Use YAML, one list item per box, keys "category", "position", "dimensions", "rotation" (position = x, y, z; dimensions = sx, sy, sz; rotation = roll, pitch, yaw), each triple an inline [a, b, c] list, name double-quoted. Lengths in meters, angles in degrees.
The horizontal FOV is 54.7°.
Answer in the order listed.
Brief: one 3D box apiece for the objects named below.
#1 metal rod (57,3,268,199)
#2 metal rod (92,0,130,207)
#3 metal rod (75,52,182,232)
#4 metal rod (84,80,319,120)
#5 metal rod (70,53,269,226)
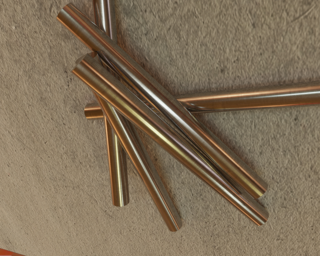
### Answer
- category: "metal rod"
  position: [0.009, -0.025, 0.351]
  dimensions: [0.300, 0.025, 0.025]
  rotation: [42, 129, -8]
- category: "metal rod"
  position: [-0.060, -0.034, 0.387]
  dimensions: [0.025, 0.025, 0.298]
  rotation: [8, 113, 24]
- category: "metal rod"
  position: [-0.027, 0.040, 0.407]
  dimensions: [0.025, 0.025, 0.299]
  rotation: [-2, 130, 29]
- category: "metal rod"
  position: [0.031, -0.029, 0.372]
  dimensions: [0.300, 0.025, 0.025]
  rotation: [-2, 117, 29]
- category: "metal rod"
  position: [0.027, 0.027, 0.356]
  dimensions: [0.300, 0.025, 0.025]
  rotation: [41, 131, -22]
